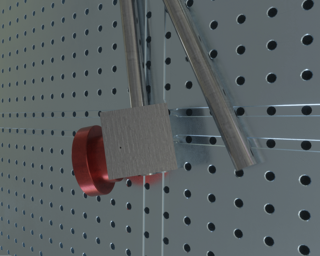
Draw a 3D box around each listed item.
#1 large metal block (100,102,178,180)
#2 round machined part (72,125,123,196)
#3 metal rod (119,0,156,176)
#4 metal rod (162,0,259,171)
[{"bbox_3d":[-0.025,0.018,0.386,0.081,0.050,0.080,-9,83,-2],"label":"large metal block"},{"bbox_3d":[-0.079,0.043,0.432,0.042,0.098,0.097,-11,83,12],"label":"round machined part"},{"bbox_3d":[-0.035,-0.084,0.435,0.025,0.025,0.298,-11,83,39],"label":"metal rod"},{"bbox_3d":[0.043,-0.092,0.372,0.025,0.025,0.299,-32,70,35],"label":"metal rod"}]
